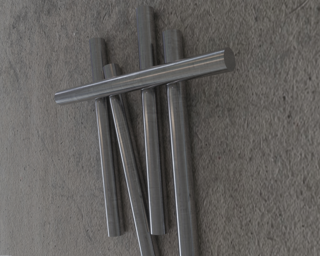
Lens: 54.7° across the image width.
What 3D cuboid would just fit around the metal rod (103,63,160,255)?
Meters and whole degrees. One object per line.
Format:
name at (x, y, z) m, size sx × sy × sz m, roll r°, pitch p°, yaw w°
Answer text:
metal rod at (-0.040, 0.051, 0.438) m, size 0.025 × 0.025 × 0.299 m, roll -21°, pitch 77°, yaw 38°

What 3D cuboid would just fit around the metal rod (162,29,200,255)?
metal rod at (0.026, 0.028, 0.383) m, size 0.025 × 0.025 × 0.298 m, roll -7°, pitch 85°, yaw 40°

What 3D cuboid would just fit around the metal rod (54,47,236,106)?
metal rod at (-0.045, -0.059, 0.407) m, size 0.300 × 0.025 × 0.025 m, roll -5°, pitch 87°, yaw 39°

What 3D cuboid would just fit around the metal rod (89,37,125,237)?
metal rod at (-0.082, 0.010, 0.472) m, size 0.025 × 0.025 × 0.298 m, roll -11°, pitch 83°, yaw 39°

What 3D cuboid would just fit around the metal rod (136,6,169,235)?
metal rod at (-0.010, -0.012, 0.413) m, size 0.025 × 0.025 × 0.298 m, roll -7°, pitch 86°, yaw 40°
